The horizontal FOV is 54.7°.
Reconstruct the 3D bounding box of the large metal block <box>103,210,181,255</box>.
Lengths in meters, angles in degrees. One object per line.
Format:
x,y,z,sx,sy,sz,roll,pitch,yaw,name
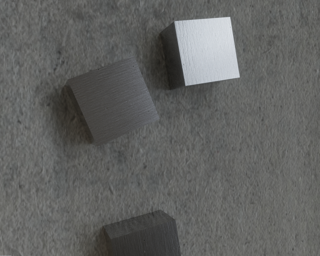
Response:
-0.021,0.158,0.389,0.081,0.050,0.079,-10,94,-20,large metal block

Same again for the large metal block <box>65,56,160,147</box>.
-0.059,-0.032,0.375,0.081,0.050,0.080,-25,99,-19,large metal block

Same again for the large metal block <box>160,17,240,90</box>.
0.053,-0.099,0.416,0.081,0.050,0.079,-12,94,-20,large metal block
